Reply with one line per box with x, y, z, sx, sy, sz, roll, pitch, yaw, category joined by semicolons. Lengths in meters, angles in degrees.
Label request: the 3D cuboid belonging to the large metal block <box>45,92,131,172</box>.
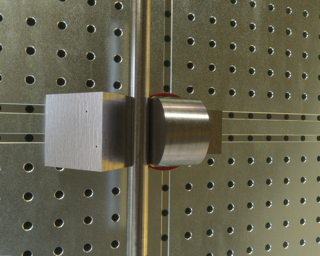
-0.081;0.003;0.348;0.050;0.080;0.079;1;90;-62;large metal block

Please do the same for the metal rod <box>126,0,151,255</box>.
-0.025;-0.003;0.360;0.025;0.025;0.298;1;90;-20;metal rod

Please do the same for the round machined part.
0.000;0.004;0.403;0.099;0.042;0.097;0;90;-21;round machined part

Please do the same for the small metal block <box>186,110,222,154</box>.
0.051;0.004;0.374;0.025;0.050;0.050;1;90;-20;small metal block

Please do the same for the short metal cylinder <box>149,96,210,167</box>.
0.016;0.004;0.358;0.050;0.080;0.079;1;90;-20;short metal cylinder
